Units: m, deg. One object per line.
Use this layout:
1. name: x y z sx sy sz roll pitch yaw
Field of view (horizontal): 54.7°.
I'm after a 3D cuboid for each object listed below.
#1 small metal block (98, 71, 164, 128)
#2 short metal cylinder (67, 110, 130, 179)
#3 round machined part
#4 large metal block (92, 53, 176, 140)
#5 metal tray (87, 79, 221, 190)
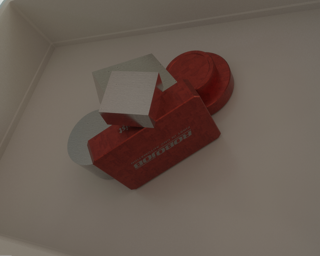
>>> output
1. small metal block: -0.028 -0.029 0.313 0.050 0.025 0.050 4 62 15
2. short metal cylinder: -0.074 0.022 0.411 0.080 0.050 0.080 -13 56 20
3. round machined part: 0.044 -0.063 0.407 0.098 0.042 0.098 -13 56 20
4. large metal block: -0.027 -0.039 0.379 0.081 0.050 0.080 -22 49 -16
5. metal tray: -0.003 0.013 0.354 0.130 0.090 0.030 -33 51 6
